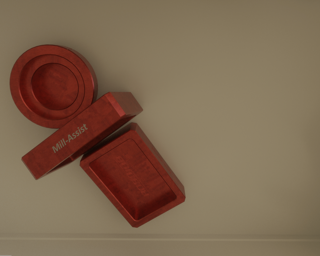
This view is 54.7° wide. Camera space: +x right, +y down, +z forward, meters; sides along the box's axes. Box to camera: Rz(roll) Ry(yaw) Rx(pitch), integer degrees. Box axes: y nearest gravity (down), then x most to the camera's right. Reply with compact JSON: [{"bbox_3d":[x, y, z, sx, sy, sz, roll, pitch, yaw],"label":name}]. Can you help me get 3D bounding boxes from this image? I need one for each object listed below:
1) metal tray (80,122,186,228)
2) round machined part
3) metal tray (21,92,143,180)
[{"bbox_3d":[-0.036,0.068,0.433,0.090,0.030,0.130,-32,108,10],"label":"metal tray"},{"bbox_3d":[-0.124,-0.051,0.378,0.099,0.042,0.097,0,104,1],"label":"round machined part"},{"bbox_3d":[-0.089,0.006,0.375,0.130,0.090,0.030,-35,90,12],"label":"metal tray"}]
